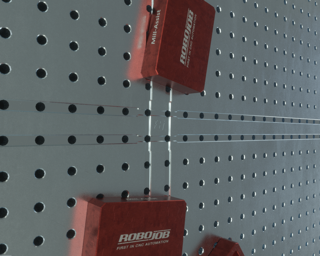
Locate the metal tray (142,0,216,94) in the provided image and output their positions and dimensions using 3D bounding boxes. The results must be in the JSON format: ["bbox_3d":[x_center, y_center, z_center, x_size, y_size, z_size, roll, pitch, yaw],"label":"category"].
[{"bbox_3d":[0.029,-0.121,0.428,0.091,0.030,0.129,15,80,-39],"label":"metal tray"}]

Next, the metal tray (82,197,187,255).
[{"bbox_3d":[-0.027,0.133,0.383,0.131,0.030,0.090,9,84,-39],"label":"metal tray"}]

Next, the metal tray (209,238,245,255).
[{"bbox_3d":[0.112,0.256,0.498,0.090,0.030,0.130,-42,115,-32],"label":"metal tray"}]
